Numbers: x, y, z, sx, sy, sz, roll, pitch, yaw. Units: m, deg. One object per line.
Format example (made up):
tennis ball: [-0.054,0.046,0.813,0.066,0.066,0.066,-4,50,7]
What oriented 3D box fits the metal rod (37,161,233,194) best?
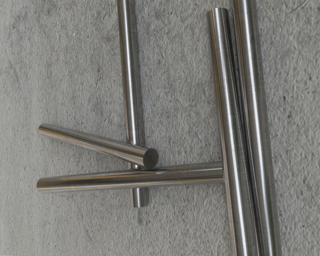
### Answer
metal rod: [-0.051,0.069,0.412,0.300,0.025,0.025,-9,84,28]

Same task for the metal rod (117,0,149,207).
metal rod: [-0.039,-0.041,0.437,0.025,0.025,0.298,-7,85,40]

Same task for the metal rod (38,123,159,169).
metal rod: [-0.114,0.020,0.478,0.300,0.025,0.025,9,96,46]

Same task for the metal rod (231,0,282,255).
metal rod: [0.099,-0.015,0.323,0.025,0.025,0.298,-8,85,40]

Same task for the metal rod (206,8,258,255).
metal rod: [0.075,0.017,0.323,0.025,0.025,0.299,-13,76,39]
